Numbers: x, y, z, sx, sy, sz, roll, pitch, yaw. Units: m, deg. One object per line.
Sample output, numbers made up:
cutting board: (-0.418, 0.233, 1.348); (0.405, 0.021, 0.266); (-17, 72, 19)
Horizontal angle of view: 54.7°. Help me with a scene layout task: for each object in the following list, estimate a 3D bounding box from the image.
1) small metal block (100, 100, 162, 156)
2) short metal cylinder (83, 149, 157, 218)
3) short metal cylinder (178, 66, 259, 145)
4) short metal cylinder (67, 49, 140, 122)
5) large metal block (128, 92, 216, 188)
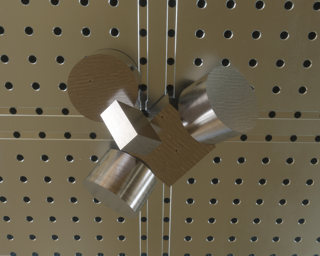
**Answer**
small metal block: (-0.031, 0.001, 0.343); (0.025, 0.050, 0.050); (-42, 61, 16)
short metal cylinder: (-0.051, 0.072, 0.400); (0.080, 0.050, 0.080); (25, 150, 16)
short metal cylinder: (0.069, -0.025, 0.364); (0.080, 0.080, 0.050); (41, 143, -14)
short metal cylinder: (-0.065, -0.052, 0.377); (0.081, 0.050, 0.079); (0, 110, 0)
large metal block: (0.011, 0.015, 0.399); (0.080, 0.050, 0.080); (43, 104, -14)
